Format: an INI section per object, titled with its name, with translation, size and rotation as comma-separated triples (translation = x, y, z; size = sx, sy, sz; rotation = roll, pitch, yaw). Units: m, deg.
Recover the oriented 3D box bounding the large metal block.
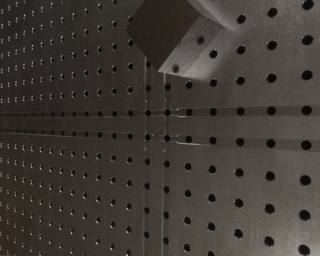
[large metal block]
translation = 0.015, -0.122, 0.379
size = 0.080, 0.050, 0.080
rotation = -49, 61, 28
